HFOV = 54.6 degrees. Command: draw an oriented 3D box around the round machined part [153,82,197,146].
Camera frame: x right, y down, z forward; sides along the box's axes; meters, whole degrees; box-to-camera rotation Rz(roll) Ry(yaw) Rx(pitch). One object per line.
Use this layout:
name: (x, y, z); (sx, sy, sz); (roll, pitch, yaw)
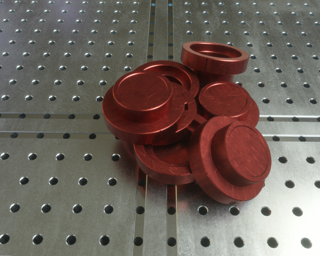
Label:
round machined part: (-0.002, -0.015, 0.409); (0.099, 0.042, 0.098); (0, 50, 0)

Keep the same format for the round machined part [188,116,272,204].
round machined part: (0.083, 0.031, 0.339); (0.099, 0.042, 0.098); (15, 61, -28)

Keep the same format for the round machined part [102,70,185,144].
round machined part: (-0.020, -0.031, 0.368); (0.099, 0.042, 0.098); (0, 50, 0)

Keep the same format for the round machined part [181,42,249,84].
round machined part: (0.079, -0.095, 0.463); (0.099, 0.042, 0.098); (6, 29, -3)

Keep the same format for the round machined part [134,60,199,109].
round machined part: (0.004, -0.049, 0.438); (0.099, 0.042, 0.098); (0, 50, 0)

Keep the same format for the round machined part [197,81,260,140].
round machined part: (0.085, -0.026, 0.419); (0.099, 0.042, 0.098); (0, 50, 0)

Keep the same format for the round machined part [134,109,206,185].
round machined part: (0.019, 0.026, 0.375); (0.099, 0.042, 0.098); (0, 50, 0)
